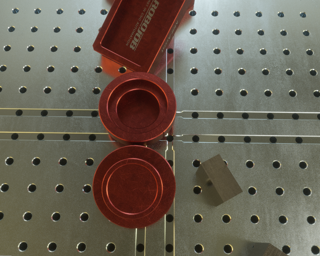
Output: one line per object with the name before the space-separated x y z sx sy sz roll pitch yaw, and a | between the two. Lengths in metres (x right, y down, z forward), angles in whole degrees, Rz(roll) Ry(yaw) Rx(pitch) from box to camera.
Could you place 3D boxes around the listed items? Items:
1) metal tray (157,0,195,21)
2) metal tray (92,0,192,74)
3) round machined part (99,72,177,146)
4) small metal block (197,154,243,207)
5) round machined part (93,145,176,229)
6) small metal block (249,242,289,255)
metal tray | -0.019 -0.221 0.489 0.090 0.030 0.130 -42 75 -14
metal tray | -0.025 -0.148 0.436 0.090 0.030 0.129 29 96 10
round machined part | -0.028 -0.022 0.410 0.099 0.042 0.098 0 70 0
small metal block | 0.070 0.065 0.375 0.025 0.050 0.050 -27 72 -9
round machined part | -0.030 0.069 0.365 0.099 0.042 0.097 0 85 1
small metal block | 0.112 0.156 0.342 0.025 0.050 0.050 33 73 11
